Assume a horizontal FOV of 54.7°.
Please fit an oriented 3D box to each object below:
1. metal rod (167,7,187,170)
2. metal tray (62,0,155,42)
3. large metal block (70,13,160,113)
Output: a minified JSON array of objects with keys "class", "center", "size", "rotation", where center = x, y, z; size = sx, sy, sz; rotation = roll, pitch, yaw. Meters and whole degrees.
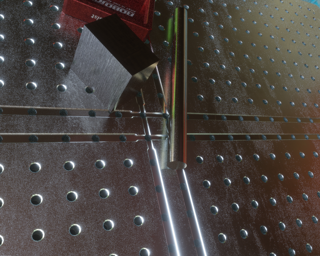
[{"class":"metal rod","center":[0.029,-0.079,0.471],"size":[0.025,0.025,0.300],"rotation":[16,55,-19]},{"class":"metal tray","center":[-0.075,-0.194,0.482],"size":[0.131,0.030,0.090],"rotation":[16,55,-19]},{"class":"large metal block","center":[-0.059,-0.080,0.390],"size":[0.080,0.080,0.050],"rotation":[47,51,5]}]
